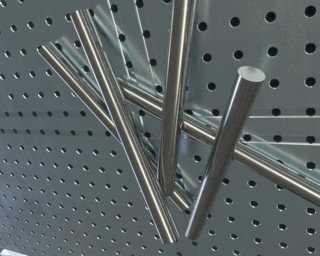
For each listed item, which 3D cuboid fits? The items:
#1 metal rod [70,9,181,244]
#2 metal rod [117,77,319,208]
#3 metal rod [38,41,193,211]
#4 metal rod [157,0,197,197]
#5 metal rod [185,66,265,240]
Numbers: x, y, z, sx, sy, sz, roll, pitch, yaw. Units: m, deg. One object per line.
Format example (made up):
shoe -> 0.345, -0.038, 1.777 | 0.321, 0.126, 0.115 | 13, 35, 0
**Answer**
metal rod -> -0.042, 0.000, 0.381 | 0.025, 0.025, 0.299 | -21, 92, 35
metal rod -> 0.072, 0.016, 0.382 | 0.301, 0.025, 0.025 | 29, 128, 9
metal rod -> -0.058, 0.002, 0.441 | 0.300, 0.025, 0.025 | 49, 128, -7
metal rod -> 0.018, -0.051, 0.345 | 0.025, 0.025, 0.298 | 15, 117, 19
metal rod -> 0.067, 0.058, 0.383 | 0.025, 0.025, 0.298 | 22, 135, 14
